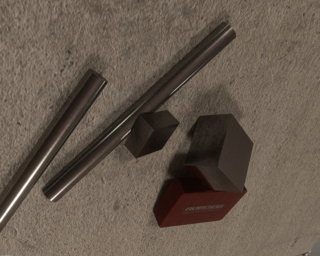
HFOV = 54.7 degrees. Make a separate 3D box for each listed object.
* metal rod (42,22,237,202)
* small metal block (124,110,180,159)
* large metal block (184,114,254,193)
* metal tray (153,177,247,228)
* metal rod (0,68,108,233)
[{"bbox_3d":[-0.026,-0.019,0.382,0.300,0.025,0.025,-43,130,1],"label":"metal rod"},{"bbox_3d":[-0.010,0.007,0.388,0.050,0.025,0.050,-15,146,-49],"label":"small metal block"},{"bbox_3d":[0.086,0.036,0.438,0.080,0.050,0.080,44,56,-39],"label":"large metal block"},{"bbox_3d":[0.065,0.118,0.500,0.131,0.030,0.089,4,131,-31],"label":"metal tray"},{"bbox_3d":[-0.157,0.060,0.358,0.025,0.025,0.299,31,101,-38],"label":"metal rod"}]
